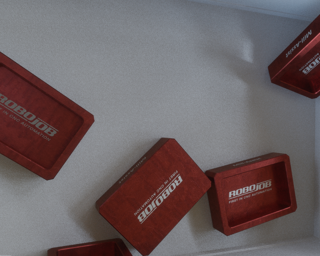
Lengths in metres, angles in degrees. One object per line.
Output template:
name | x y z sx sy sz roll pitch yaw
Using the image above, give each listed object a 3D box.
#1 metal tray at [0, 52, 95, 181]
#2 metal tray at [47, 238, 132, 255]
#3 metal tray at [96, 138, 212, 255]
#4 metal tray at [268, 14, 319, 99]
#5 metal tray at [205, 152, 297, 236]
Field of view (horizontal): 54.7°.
metal tray | -0.154 -0.012 0.350 0.130 0.030 0.090 36 78 -17
metal tray | -0.071 0.160 0.329 0.091 0.130 0.030 -1 91 -20
metal tray | -0.006 0.086 0.406 0.130 0.030 0.090 -44 104 -15
metal tray | 0.232 -0.103 0.441 0.091 0.129 0.030 17 51 -18
metal tray | 0.136 0.094 0.457 0.131 0.030 0.089 -12 94 -20
